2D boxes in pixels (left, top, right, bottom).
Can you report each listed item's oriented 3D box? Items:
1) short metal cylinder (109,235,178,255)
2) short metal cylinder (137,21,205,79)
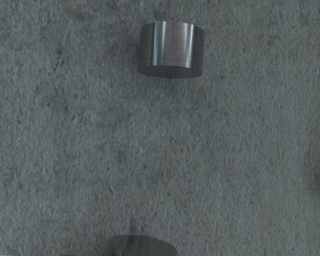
[{"bbox_3d":[-0.023,0.167,0.373,0.081,0.080,0.050,11,87,-20],"label":"short metal cylinder"},{"bbox_3d":[0.014,-0.094,0.386,0.081,0.080,0.050,4,89,-20],"label":"short metal cylinder"}]
